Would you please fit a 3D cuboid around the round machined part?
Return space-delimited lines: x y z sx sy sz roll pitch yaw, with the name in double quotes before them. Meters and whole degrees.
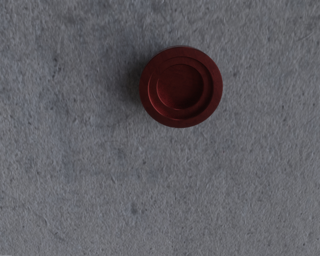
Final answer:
"round machined part" 0.024 -0.052 0.382 0.099 0.042 0.097 0 110 -1
